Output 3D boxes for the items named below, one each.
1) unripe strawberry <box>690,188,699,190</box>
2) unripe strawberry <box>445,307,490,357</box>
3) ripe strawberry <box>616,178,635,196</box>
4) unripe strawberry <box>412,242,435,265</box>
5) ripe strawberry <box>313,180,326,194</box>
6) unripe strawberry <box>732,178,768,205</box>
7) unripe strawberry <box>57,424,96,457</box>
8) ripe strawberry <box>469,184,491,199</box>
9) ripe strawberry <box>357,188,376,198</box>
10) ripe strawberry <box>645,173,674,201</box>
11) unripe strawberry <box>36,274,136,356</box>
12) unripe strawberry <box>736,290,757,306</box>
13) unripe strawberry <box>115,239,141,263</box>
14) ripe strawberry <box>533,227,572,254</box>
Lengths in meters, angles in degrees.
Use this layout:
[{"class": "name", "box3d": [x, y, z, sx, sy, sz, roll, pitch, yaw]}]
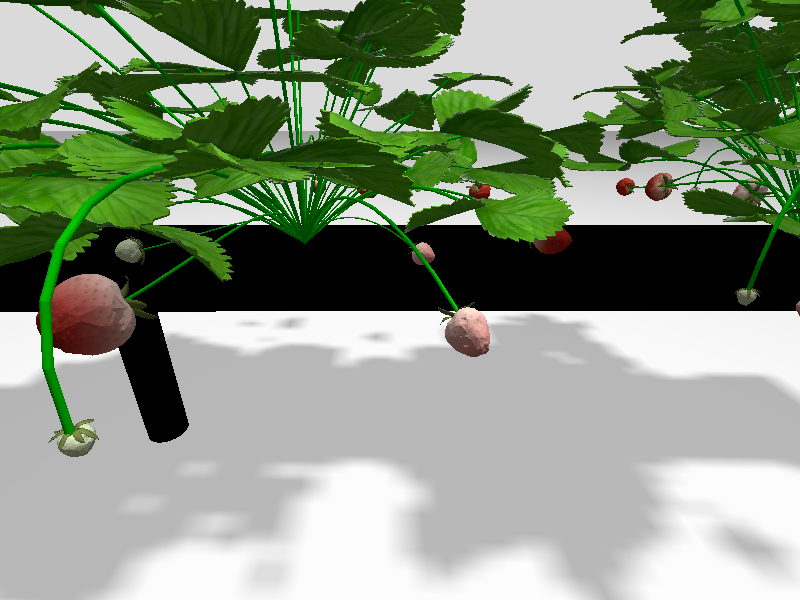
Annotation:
[{"class": "unripe strawberry", "box3d": [0.397, -0.146, 0.540, 0.011, 0.011, 0.010, 4, 25, 8]}, {"class": "unripe strawberry", "box3d": [0.032, 0.016, 0.185, 0.020, 0.022, 0.023, -15, -26, -29]}, {"class": "ripe strawberry", "box3d": [0.326, -0.165, 0.581, 0.024, 0.025, 0.026, -4, 24, -8]}, {"class": "unripe strawberry", "box3d": [0.018, -0.035, 0.305, 0.017, 0.017, 0.016, 26, 32, 20]}, {"class": "ripe strawberry", "box3d": [-0.113, -0.156, 0.557, 0.021, 0.021, 0.018, -3, 25, -6]}, {"class": "unripe strawberry", "box3d": [0.432, -0.134, 0.496, 0.032, 0.037, 0.035, 10, 26, 21]}, {"class": "unripe strawberry", "box3d": [-0.101, 0.045, 0.126, 0.009, 0.010, 0.010, 2, 25, 3]}, {"class": "ripe strawberry", "box3d": [0.105, -0.140, 0.519, 0.027, 0.030, 0.029, 24, -10, 41]}, {"class": "ripe strawberry", "box3d": [-0.044, -0.161, 0.564, 0.032, 0.034, 0.035, 4, 15, 9]}, {"class": "ripe strawberry", "box3d": [0.346, -0.151, 0.536, 0.031, 0.035, 0.034, -2, 7, -5]}, {"class": "unripe strawberry", "box3d": [-0.145, 0.008, 0.184, 0.033, 0.038, 0.036, 8, 26, 16]}, {"class": "unripe strawberry", "box3d": [0.198, -0.002, 0.230, 0.010, 0.010, 0.009, -19, 31, -36]}, {"class": "unripe strawberry", "box3d": [-0.209, -0.038, 0.308, 0.017, 0.018, 0.016, -11, 27, -21]}, {"class": "ripe strawberry", "box3d": [0.123, -0.050, 0.324, 0.030, 0.026, 0.030, 12, 26, 5]}]
